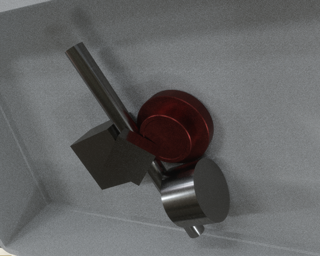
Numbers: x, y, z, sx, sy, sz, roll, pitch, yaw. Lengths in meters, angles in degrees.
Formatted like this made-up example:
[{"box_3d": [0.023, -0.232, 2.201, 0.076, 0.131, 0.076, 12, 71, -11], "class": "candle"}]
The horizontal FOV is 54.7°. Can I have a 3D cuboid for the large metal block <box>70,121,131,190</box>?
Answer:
[{"box_3d": [-0.065, 0.034, 0.441, 0.080, 0.050, 0.080, -22, 107, 36], "class": "large metal block"}]

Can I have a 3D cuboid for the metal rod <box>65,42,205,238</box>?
[{"box_3d": [-0.026, 0.026, 0.408, 0.025, 0.025, 0.299, -23, 107, 36], "class": "metal rod"}]

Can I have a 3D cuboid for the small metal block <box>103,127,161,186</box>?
[{"box_3d": [-0.035, 0.035, 0.383, 0.050, 0.025, 0.050, 29, 117, 1], "class": "small metal block"}]

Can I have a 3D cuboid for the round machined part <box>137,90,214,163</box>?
[{"box_3d": [0.014, 0.005, 0.389, 0.098, 0.042, 0.097, 13, 124, 20], "class": "round machined part"}]

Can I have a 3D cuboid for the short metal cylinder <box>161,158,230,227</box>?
[{"box_3d": [0.046, 0.083, 0.397, 0.050, 0.080, 0.080, -22, 107, 36], "class": "short metal cylinder"}]
